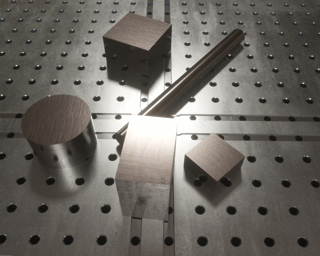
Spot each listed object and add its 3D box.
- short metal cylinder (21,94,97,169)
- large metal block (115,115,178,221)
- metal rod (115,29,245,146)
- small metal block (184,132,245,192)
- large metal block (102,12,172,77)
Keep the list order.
[{"bbox_3d":[-0.123,0.004,0.387,0.081,0.050,0.080,0,50,0],"label":"short metal cylinder"},{"bbox_3d":[-0.011,0.044,0.335,0.050,0.080,0.080,6,50,4],"label":"large metal block"},{"bbox_3d":[0.045,-0.074,0.469,0.025,0.025,0.301,31,56,23],"label":"metal rod"},{"bbox_3d":[0.065,0.040,0.375,0.050,0.025,0.050,-35,59,-26],"label":"small metal block"},{"bbox_3d":[-0.035,-0.139,0.508,0.080,0.050,0.080,21,53,16],"label":"large metal block"}]
